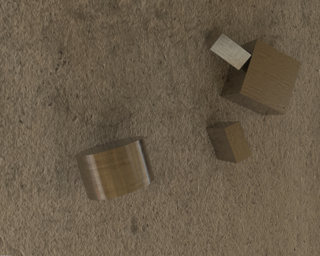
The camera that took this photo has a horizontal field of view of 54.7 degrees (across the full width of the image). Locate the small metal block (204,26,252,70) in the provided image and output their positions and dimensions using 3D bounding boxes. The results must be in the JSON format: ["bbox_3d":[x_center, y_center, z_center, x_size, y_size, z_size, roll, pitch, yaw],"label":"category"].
[{"bbox_3d":[0.092,-0.111,0.427,0.050,0.050,0.025,31,113,-17],"label":"small metal block"}]

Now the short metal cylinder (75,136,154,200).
[{"bbox_3d":[-0.052,0.044,0.361,0.081,0.080,0.050,-16,96,-19],"label":"short metal cylinder"}]

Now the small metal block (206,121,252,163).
[{"bbox_3d":[0.095,0.019,0.431,0.025,0.050,0.050,-24,98,-18],"label":"small metal block"}]

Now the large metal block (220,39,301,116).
[{"bbox_3d":[0.145,-0.070,0.450,0.080,0.050,0.080,21,83,-19],"label":"large metal block"}]
